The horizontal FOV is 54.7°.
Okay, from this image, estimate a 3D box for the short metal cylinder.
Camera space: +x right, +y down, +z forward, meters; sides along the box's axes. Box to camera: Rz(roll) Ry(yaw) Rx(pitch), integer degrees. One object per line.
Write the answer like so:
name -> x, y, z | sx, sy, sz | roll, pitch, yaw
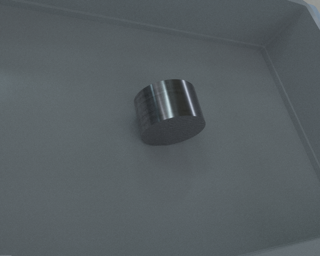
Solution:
short metal cylinder -> 0.011, -0.017, 0.389 | 0.081, 0.080, 0.050 | 1, 62, -28
